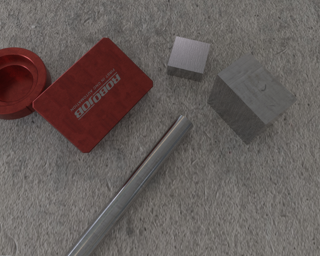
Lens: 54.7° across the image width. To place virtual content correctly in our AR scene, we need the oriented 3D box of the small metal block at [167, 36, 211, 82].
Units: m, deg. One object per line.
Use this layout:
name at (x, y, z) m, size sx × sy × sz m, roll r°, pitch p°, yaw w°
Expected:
small metal block at (0.041, -0.099, 0.445) m, size 0.050 × 0.025 × 0.050 m, roll 14°, pitch 71°, yaw 5°

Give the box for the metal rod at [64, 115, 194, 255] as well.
metal rod at (-0.058, 0.103, 0.370) m, size 0.025 × 0.025 × 0.300 m, roll 36°, pitch 74°, yaw 12°

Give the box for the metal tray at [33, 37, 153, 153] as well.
metal tray at (-0.084, -0.042, 0.404) m, size 0.090 × 0.030 × 0.130 m, roll 44°, pitch 74°, yaw -8°

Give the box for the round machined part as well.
round machined part at (-0.196, -0.056, 0.418) m, size 0.099 × 0.042 × 0.098 m, roll 0°, pitch 70°, yaw 0°

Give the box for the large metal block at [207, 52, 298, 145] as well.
large metal block at (0.111, -0.034, 0.392) m, size 0.050 × 0.080 × 0.080 m, roll -36°, pitch 74°, yaw -12°
